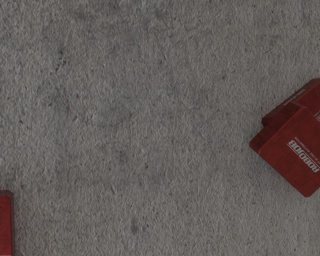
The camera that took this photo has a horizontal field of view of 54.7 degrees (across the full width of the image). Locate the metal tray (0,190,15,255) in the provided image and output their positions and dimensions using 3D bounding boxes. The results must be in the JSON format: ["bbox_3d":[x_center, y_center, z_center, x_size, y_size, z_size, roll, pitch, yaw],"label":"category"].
[{"bbox_3d":[-0.206,0.137,0.330,0.091,0.030,0.129,-2,91,-20],"label":"metal tray"}]

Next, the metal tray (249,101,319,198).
[{"bbox_3d":[0.208,0.034,0.459,0.130,0.030,0.090,39,98,-22],"label":"metal tray"}]

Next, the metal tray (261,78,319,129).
[{"bbox_3d":[0.234,-0.011,0.493,0.131,0.030,0.090,-35,102,-17],"label":"metal tray"}]
